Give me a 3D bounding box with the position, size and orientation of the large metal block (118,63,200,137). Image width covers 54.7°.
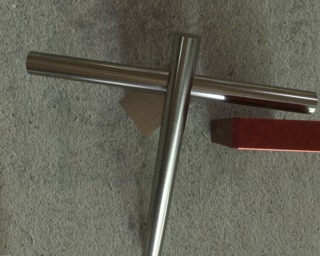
[{"bbox_3d":[0.001,-0.034,0.383,0.080,0.080,0.050,-37,91,0],"label":"large metal block"}]

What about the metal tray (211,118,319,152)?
[{"bbox_3d":[0.115,0.006,0.359,0.091,0.130,0.030,2,90,0],"label":"metal tray"}]

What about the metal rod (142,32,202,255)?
[{"bbox_3d":[0.006,0.048,0.347,0.025,0.025,0.298,8,116,-1],"label":"metal rod"}]

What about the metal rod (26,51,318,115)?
[{"bbox_3d":[0.013,-0.048,0.330,0.302,0.025,0.025,8,90,-1],"label":"metal rod"}]
